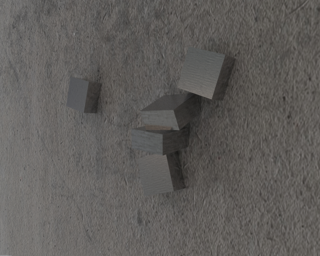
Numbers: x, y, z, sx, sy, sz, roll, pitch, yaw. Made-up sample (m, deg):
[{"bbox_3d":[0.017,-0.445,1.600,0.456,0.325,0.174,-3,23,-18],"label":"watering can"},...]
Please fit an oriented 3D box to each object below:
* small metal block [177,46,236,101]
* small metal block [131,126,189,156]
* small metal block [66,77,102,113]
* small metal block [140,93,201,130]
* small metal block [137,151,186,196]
[{"bbox_3d":[0.053,-0.063,0.361,0.050,0.025,0.050,25,106,37],"label":"small metal block"},{"bbox_3d":[0.000,0.013,0.386,0.050,0.050,0.025,9,105,39],"label":"small metal block"},{"bbox_3d":[-0.126,-0.054,0.509,0.050,0.025,0.050,19,102,38],"label":"small metal block"},{"bbox_3d":[0.013,-0.020,0.374,0.050,0.050,0.025,1,117,40],"label":"small metal block"},{"bbox_3d":[0.001,0.059,0.404,0.050,0.025,0.050,-19,78,38],"label":"small metal block"}]
